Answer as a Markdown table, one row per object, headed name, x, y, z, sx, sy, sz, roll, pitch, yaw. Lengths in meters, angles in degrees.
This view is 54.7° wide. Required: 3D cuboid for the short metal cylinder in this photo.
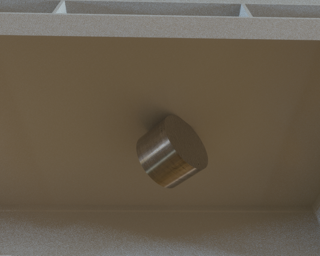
| name | x | y | z | sx | sy | sz | roll | pitch | yaw |
| --- | --- | --- | --- | --- | --- | --- | --- | --- | --- |
| short metal cylinder | 0.016 | 0.030 | 0.399 | 0.080 | 0.080 | 0.050 | 37 | 121 | -27 |
